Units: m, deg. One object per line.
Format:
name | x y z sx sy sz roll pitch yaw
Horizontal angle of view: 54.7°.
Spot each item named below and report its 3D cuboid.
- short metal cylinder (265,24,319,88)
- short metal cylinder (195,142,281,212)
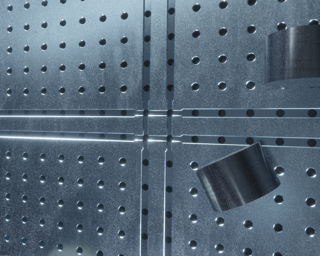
short metal cylinder | 0.154 -0.072 0.329 0.080 0.080 0.050 0 90 20
short metal cylinder | 0.087 0.055 0.353 0.080 0.080 0.050 -27 81 18
